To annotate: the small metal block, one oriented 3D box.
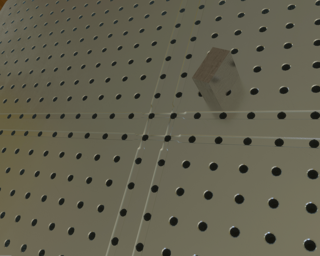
[{"bbox_3d":[0.072,-0.065,0.395,0.025,0.050,0.050,25,75,37],"label":"small metal block"}]
